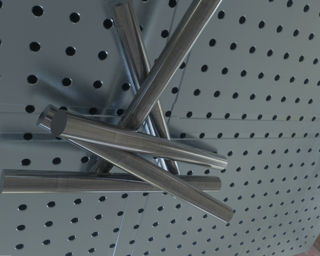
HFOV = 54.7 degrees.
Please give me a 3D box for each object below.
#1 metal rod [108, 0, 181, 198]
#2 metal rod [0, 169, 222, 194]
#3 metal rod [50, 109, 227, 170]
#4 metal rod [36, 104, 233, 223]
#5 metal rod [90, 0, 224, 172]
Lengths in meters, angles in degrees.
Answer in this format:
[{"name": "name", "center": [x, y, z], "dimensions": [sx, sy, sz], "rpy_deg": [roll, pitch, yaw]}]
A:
[{"name": "metal rod", "center": [-0.006, -0.012, 0.401], "dimensions": [0.025, 0.025, 0.298], "rpy_deg": [-26, 128, -12]}, {"name": "metal rod", "center": [-0.036, 0.071, 0.399], "dimensions": [0.302, 0.025, 0.025], "rpy_deg": [8, 115, -34]}, {"name": "metal rod", "center": [0.004, 0.026, 0.390], "dimensions": [0.302, 0.025, 0.025], "rpy_deg": [18, 109, -49]}, {"name": "metal rod", "center": [-0.008, 0.058, 0.386], "dimensions": [0.301, 0.025, 0.025], "rpy_deg": [33, 99, -31]}, {"name": "metal rod", "center": [-0.012, -0.038, 0.349], "dimensions": [0.025, 0.025, 0.298], "rpy_deg": [16, 120, -35]}]
